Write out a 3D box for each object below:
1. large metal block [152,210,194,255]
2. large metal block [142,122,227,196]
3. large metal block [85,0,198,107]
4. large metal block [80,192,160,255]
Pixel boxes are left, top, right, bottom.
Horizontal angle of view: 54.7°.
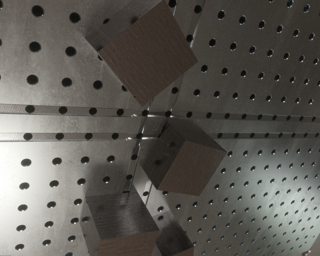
[{"bbox_3d":[0.012,0.198,0.507,0.050,0.080,0.079,-14,124,-21],"label":"large metal block"},{"bbox_3d":[0.035,0.047,0.445,0.081,0.050,0.080,17,109,-35],"label":"large metal block"},{"bbox_3d":[-0.018,-0.084,0.334,0.080,0.050,0.080,-40,130,-2],"label":"large metal block"},{"bbox_3d":[-0.059,0.137,0.430,0.081,0.080,0.050,1,118,-30],"label":"large metal block"}]
